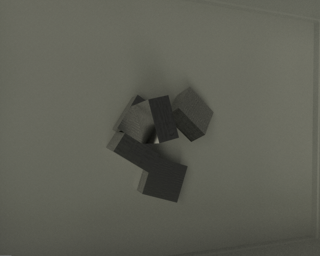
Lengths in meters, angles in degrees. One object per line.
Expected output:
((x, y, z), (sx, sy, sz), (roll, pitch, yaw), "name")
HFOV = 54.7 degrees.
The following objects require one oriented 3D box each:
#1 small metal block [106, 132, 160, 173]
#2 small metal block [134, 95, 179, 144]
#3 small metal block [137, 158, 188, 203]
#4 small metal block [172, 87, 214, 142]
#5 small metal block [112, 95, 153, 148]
((-0.035, 0.029, 0.385), (0.050, 0.050, 0.025), (34, 80, -17), "small metal block")
((-0.005, -0.009, 0.368), (0.025, 0.050, 0.050), (-15, 92, -23), "small metal block")
((0.003, 0.067, 0.413), (0.050, 0.025, 0.050), (19, 84, -20), "small metal block")
((0.041, -0.019, 0.414), (0.050, 0.025, 0.050), (44, 43, -15), "small metal block")
((-0.025, -0.007, 0.400), (0.050, 0.025, 0.050), (34, 74, -17), "small metal block")
